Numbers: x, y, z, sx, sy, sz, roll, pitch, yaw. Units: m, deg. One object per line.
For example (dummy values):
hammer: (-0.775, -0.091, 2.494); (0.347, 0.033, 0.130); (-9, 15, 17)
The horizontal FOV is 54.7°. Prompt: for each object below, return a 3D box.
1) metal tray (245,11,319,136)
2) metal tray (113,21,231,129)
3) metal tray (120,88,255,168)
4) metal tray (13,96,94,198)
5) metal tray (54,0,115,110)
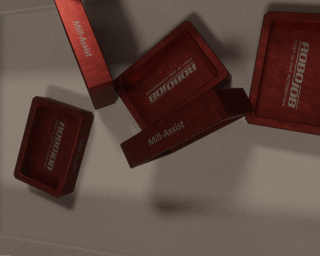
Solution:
metal tray: (0.155, -0.062, 0.353); (0.090, 0.030, 0.129); (11, 93, 19)
metal tray: (0.013, -0.061, 0.402); (0.130, 0.030, 0.090); (-37, 79, 16)
metal tray: (0.030, 0.000, 0.348); (0.130, 0.091, 0.030); (-30, 80, 33)
metal tray: (-0.160, 0.026, 0.462); (0.090, 0.030, 0.129); (18, 96, 18)
metal tray: (-0.096, -0.097, 0.406); (0.030, 0.090, 0.129); (-21, 82, -11)
